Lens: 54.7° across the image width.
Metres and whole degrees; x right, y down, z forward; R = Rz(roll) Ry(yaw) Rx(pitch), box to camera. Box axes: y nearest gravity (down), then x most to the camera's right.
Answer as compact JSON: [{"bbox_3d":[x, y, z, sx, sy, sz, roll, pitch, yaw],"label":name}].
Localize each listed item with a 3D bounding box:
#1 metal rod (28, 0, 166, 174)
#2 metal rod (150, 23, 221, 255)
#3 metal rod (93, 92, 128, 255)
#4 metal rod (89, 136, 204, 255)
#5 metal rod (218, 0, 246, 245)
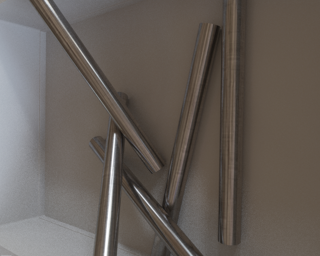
[{"bbox_3d":[-0.087,-0.069,0.397,0.025,0.025,0.299,-31,96,35],"label":"metal rod"},{"bbox_3d":[0.029,0.026,0.381,0.025,0.025,0.298,19,102,38],"label":"metal rod"},{"bbox_3d":[-0.059,0.077,0.369,0.025,0.025,0.300,-31,45,35],"label":"metal rod"},{"bbox_3d":[-0.016,0.097,0.387,0.300,0.025,0.025,41,115,42],"label":"metal rod"},{"bbox_3d":[0.079,-0.024,0.340,0.025,0.025,0.298,2,91,39],"label":"metal rod"}]
